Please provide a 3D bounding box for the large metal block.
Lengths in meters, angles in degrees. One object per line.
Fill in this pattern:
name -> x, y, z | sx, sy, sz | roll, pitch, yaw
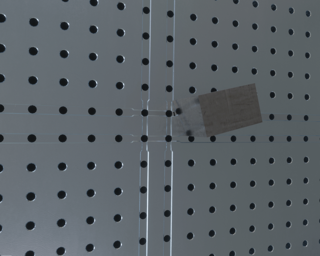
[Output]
large metal block -> 0.073, -0.023, 0.410 | 0.081, 0.080, 0.050 | -14, 95, -19
